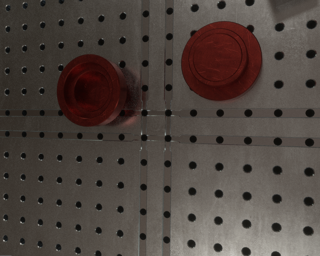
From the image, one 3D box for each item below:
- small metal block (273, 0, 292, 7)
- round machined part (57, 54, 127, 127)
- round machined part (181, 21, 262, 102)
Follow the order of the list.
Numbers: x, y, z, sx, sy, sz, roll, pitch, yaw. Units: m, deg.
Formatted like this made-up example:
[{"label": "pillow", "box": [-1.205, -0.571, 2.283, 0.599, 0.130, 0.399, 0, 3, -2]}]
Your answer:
[{"label": "small metal block", "box": [0.151, -0.178, 0.359, 0.050, 0.025, 0.050, -20, 84, 18]}, {"label": "round machined part", "box": [-0.091, -0.051, 0.434, 0.098, 0.042, 0.097, 0, 90, 19]}, {"label": "round machined part", "box": [0.073, -0.082, 0.378, 0.098, 0.042, 0.097, 0, 90, 19]}]
